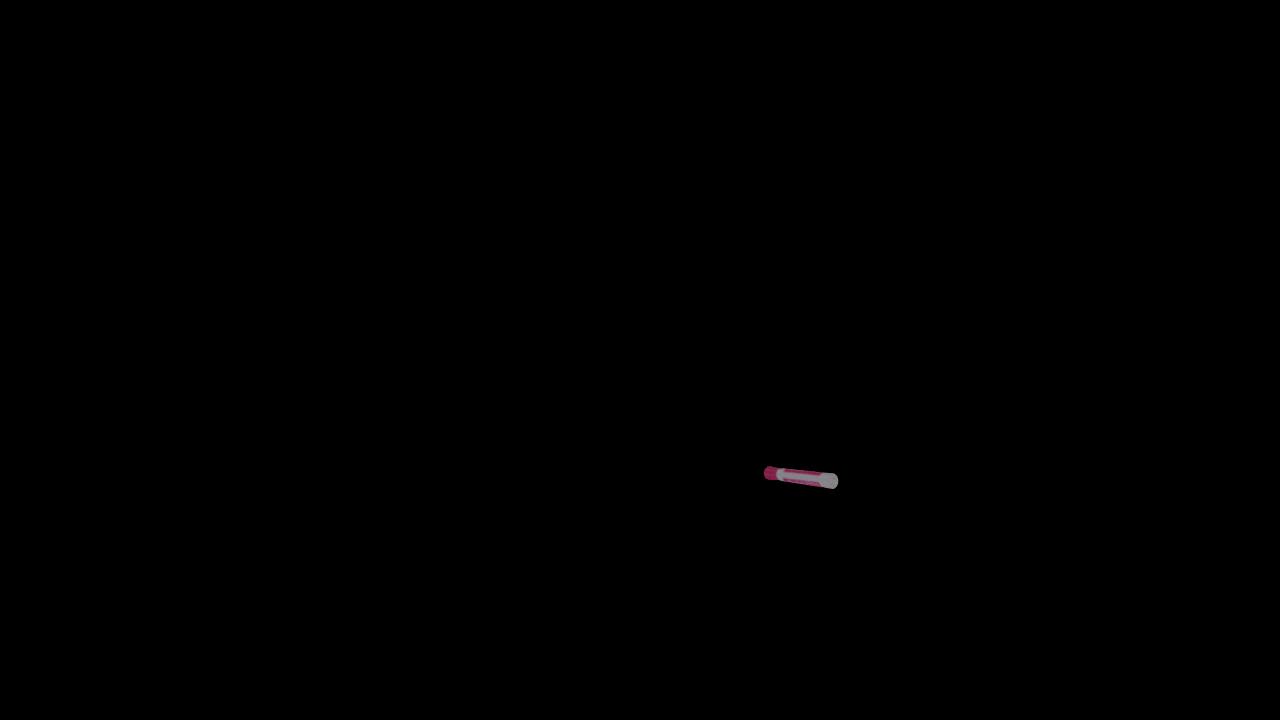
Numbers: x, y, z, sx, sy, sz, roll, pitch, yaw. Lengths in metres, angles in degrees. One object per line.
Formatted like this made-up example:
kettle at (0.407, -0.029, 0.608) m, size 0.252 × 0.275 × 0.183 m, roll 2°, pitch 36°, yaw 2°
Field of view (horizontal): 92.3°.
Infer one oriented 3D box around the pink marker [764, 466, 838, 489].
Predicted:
pink marker at (0.204, 0.151, 0.799) m, size 0.020 × 0.020 × 0.121 m, roll 0°, pitch -4°, yaw -30°
